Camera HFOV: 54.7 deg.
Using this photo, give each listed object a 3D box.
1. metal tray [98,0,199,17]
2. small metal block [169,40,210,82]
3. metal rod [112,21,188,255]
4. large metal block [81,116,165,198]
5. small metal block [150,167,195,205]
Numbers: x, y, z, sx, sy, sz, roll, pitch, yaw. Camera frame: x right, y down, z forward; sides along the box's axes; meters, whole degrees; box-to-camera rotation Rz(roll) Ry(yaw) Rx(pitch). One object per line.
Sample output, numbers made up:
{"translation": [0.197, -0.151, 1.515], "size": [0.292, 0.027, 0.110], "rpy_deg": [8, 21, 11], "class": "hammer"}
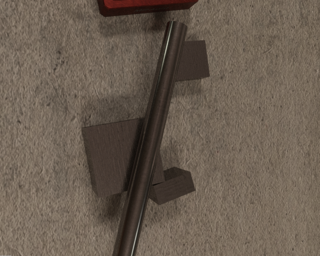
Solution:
{"translation": [-0.019, -0.198, 0.399], "size": [0.131, 0.030, 0.089], "rpy_deg": [-13, 95, -20], "class": "metal tray"}
{"translation": [0.037, -0.091, 0.424], "size": [0.050, 0.025, 0.050], "rpy_deg": [-9, 93, -20], "class": "small metal block"}
{"translation": [-0.013, 0.025, 0.351], "size": [0.025, 0.025, 0.298], "rpy_deg": [15, 85, -20], "class": "metal rod"}
{"translation": [-0.046, 0.032, 0.380], "size": [0.081, 0.050, 0.079], "rpy_deg": [-11, 94, -20], "class": "large metal block"}
{"translation": [0.010, 0.073, 0.401], "size": [0.050, 0.050, 0.025], "rpy_deg": [-18, 97, -20], "class": "small metal block"}
